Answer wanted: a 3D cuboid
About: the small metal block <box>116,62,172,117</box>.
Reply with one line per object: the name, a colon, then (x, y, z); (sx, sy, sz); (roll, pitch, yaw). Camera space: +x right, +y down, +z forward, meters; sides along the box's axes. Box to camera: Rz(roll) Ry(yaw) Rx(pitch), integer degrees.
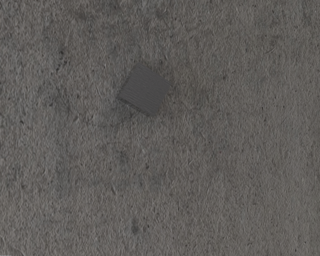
small metal block: (-0.021, -0.048, 0.401); (0.050, 0.025, 0.050); (30, 80, -18)
